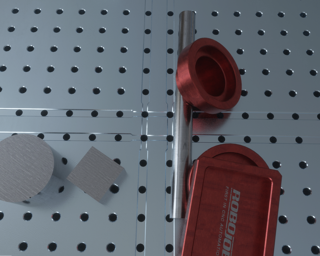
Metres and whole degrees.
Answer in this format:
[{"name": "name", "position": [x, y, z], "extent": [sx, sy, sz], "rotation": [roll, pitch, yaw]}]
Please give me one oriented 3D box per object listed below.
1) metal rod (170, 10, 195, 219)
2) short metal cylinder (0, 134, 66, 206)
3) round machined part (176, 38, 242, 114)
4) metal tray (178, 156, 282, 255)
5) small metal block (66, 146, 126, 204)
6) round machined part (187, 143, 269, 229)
[{"name": "metal rod", "position": [0.033, -0.031, 0.423], "extent": [0.025, 0.025, 0.299], "rotation": [3, 70, 1]}, {"name": "short metal cylinder", "position": [-0.162, 0.053, 0.378], "extent": [0.081, 0.050, 0.080], "rotation": [0, 70, 0]}, {"name": "round machined part", "position": [0.060, -0.065, 0.410], "extent": [0.099, 0.042, 0.098], "rotation": [13, 69, -35]}, {"name": "metal tray", "position": [0.073, 0.102, 0.328], "extent": [0.091, 0.030, 0.130], "rotation": [11, 77, 1]}, {"name": "small metal block", "position": [-0.079, 0.059, 0.389], "extent": [0.050, 0.025, 0.050], "rotation": [33, 73, 11]}, {"name": "round machined part", "position": [0.081, 0.070, 0.373], "extent": [0.099, 0.042, 0.098], "rotation": [0, 77, -2]}]
